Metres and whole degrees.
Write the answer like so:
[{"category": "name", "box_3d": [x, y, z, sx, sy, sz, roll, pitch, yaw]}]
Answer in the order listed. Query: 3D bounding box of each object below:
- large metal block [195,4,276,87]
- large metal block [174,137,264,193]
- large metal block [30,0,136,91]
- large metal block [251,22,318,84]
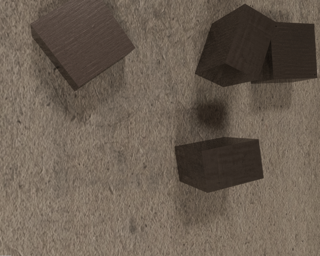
[{"category": "large metal block", "box_3d": [0.099, -0.106, 0.418, 0.050, 0.080, 0.080, 21, 83, -19]}, {"category": "large metal block", "box_3d": [0.075, 0.044, 0.409, 0.081, 0.080, 0.050, -10, 94, -20]}, {"category": "large metal block", "box_3d": [-0.090, -0.101, 0.363, 0.080, 0.050, 0.080, -39, 103, -16]}, {"category": "large metal block", "box_3d": [0.183, -0.110, 0.465, 0.081, 0.050, 0.079, -5, 92, -20]}]
